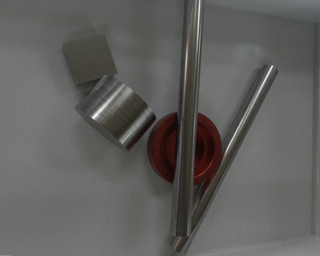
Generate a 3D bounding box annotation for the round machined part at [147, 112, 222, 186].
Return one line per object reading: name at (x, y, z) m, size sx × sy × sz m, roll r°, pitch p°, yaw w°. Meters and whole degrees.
round machined part at (0.029, 0.027, 0.413) m, size 0.099 × 0.042 × 0.097 m, roll 0°, pitch 90°, yaw -20°

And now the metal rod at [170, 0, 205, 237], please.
metal rod at (0.034, -0.021, 0.379) m, size 0.025 × 0.025 × 0.298 m, roll 5°, pitch 88°, yaw -20°

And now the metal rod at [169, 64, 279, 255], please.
metal rod at (0.096, 0.038, 0.447) m, size 0.025 × 0.025 × 0.300 m, roll 33°, pitch 79°, yaw -18°

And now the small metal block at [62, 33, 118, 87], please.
small metal block at (-0.086, -0.083, 0.379) m, size 0.050 × 0.025 × 0.050 m, roll -20°, pitch 97°, yaw -19°

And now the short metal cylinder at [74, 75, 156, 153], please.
short metal cylinder at (-0.052, -0.016, 0.363) m, size 0.080 × 0.080 × 0.050 m, roll 43°, pitch 77°, yaw -15°
